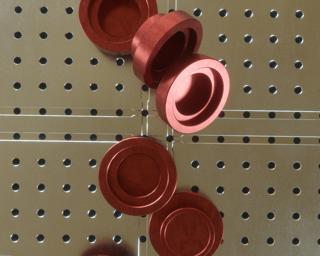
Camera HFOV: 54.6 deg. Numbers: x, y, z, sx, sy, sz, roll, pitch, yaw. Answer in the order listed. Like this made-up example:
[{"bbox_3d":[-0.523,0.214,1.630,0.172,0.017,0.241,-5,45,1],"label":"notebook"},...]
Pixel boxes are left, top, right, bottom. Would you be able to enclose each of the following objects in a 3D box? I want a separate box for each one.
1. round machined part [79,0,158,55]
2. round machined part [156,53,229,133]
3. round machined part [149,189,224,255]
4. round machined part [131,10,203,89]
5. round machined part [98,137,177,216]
[{"bbox_3d":[-0.051,-0.143,0.404,0.099,0.042,0.097,0,90,1],"label":"round machined part"},{"bbox_3d":[0.036,-0.046,0.388,0.099,0.042,0.097,-18,126,-27],"label":"round machined part"},{"bbox_3d":[0.034,0.133,0.405,0.099,0.042,0.097,0,90,0],"label":"round machined part"},{"bbox_3d":[0.004,-0.099,0.381,0.098,0.098,0.042,-47,69,0],"label":"round machined part"},{"bbox_3d":[-0.027,0.060,0.404,0.099,0.042,0.097,0,89,1],"label":"round machined part"}]
